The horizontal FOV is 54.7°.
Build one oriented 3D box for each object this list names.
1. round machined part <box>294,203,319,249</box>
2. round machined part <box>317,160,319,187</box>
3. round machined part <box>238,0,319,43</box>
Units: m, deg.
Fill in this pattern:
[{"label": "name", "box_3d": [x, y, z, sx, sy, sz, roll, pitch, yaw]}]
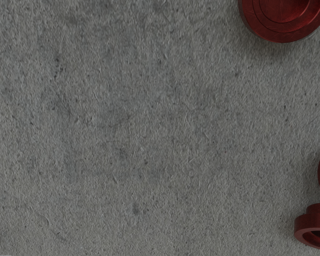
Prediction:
[{"label": "round machined part", "box_3d": [0.243, 0.139, 0.437, 0.098, 0.042, 0.098, 13, 148, 9]}, {"label": "round machined part", "box_3d": [0.256, 0.066, 0.412, 0.099, 0.042, 0.098, 1, 77, -6]}, {"label": "round machined part", "box_3d": [0.136, -0.147, 0.347, 0.099, 0.042, 0.097, 0, 110, 0]}]
